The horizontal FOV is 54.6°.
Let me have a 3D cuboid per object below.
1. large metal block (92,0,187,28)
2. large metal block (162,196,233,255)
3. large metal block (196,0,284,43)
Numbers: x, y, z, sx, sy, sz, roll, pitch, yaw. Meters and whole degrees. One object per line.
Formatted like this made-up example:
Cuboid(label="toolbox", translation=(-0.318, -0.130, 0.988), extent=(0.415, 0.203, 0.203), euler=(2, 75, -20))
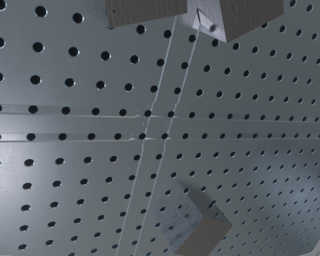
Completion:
Cuboid(label="large metal block", translation=(-0.023, -0.147, 0.291), extent=(0.081, 0.050, 0.080), euler=(-18, 126, -18))
Cuboid(label="large metal block", translation=(0.064, 0.174, 0.537), extent=(0.080, 0.050, 0.080), euler=(27, 104, -37))
Cuboid(label="large metal block", translation=(0.087, -0.154, 0.346), extent=(0.080, 0.050, 0.080), euler=(-29, 128, -10))
